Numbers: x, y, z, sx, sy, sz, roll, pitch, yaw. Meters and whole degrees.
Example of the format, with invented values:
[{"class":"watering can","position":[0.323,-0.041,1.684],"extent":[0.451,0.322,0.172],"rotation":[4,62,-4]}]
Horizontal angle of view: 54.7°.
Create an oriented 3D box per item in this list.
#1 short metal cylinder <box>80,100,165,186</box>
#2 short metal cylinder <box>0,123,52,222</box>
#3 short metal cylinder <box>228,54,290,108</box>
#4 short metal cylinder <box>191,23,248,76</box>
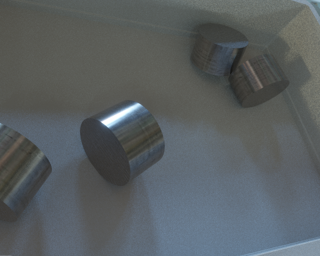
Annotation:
[{"class":"short metal cylinder","position":[-0.042,0.016,0.338],"extent":[0.050,0.080,0.080],"rotation":[-32,80,-38]},{"class":"short metal cylinder","position":[-0.144,0.038,0.269],"extent":[0.080,0.080,0.050],"rotation":[32,52,-8]},{"class":"short metal cylinder","position":[0.159,-0.075,0.501],"extent":[0.081,0.080,0.050],"rotation":[-10,68,-33]},{"class":"short metal cylinder","position":[0.095,-0.128,0.503],"extent":[0.081,0.050,0.080],"rotation":[8,42,-7]}]
